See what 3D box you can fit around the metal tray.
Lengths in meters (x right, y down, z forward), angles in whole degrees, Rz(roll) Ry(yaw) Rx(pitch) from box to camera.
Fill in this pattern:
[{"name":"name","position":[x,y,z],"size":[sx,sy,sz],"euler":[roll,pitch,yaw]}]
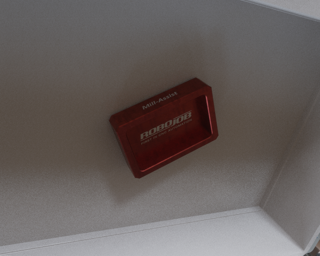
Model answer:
[{"name":"metal tray","position":[0.010,0.000,0.406],"size":[0.131,0.030,0.090],"euler":[-26,128,-13]}]
